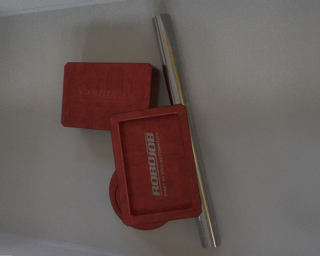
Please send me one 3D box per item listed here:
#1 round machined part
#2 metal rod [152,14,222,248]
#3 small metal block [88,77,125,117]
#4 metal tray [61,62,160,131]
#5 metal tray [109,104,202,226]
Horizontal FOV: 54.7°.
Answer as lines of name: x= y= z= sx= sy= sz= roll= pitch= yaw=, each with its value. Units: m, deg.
round machined part: x=-0.024 y=0.087 z=0.409 sx=0.098 sy=0.042 sz=0.097 roll=0 pitch=90 yaw=19
metal rod: x=0.033 y=0.000 z=0.398 sx=0.025 sy=0.025 sz=0.298 roll=-14 pitch=86 yaw=19
small metal block: x=-0.071 y=-0.044 z=0.434 sx=0.050 sy=0.025 sz=0.050 roll=-15 pitch=85 yaw=19
metal tray: x=-0.069 y=-0.042 z=0.423 sx=0.130 sy=0.030 sz=0.089 roll=5 pitch=92 yaw=19
metal tray: x=-0.005 y=0.042 z=0.367 sx=0.091 sy=0.030 sz=0.129 roll=-8 pitch=85 yaw=2
